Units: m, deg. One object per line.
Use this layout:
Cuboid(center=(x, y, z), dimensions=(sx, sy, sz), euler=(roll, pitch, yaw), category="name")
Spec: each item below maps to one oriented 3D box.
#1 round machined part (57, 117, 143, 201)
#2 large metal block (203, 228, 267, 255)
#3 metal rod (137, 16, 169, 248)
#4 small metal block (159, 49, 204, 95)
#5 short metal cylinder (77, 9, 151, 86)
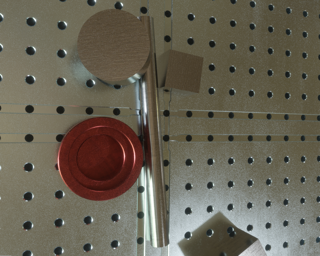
Cuboid(center=(-0.073, 0.036, 0.377), dimensions=(0.099, 0.042, 0.097), euler=(0, 90, -21), category="round machined part")
Cuboid(center=(0.113, 0.206, 0.443), dimensions=(0.080, 0.050, 0.080), euler=(-31, 101, -18), category="large metal block")
Cuboid(center=(-0.011, 0.006, 0.409), dimensions=(0.025, 0.025, 0.298), euler=(-5, 92, -20), category="metal rod")
Cuboid(center=(0.029, -0.075, 0.424), dimensions=(0.050, 0.025, 0.050), euler=(9, 87, -20), category="small metal block")
Cuboid(center=(-0.051, -0.093, 0.368), dimensions=(0.081, 0.050, 0.079), euler=(0, 92, -1), category="short metal cylinder")
